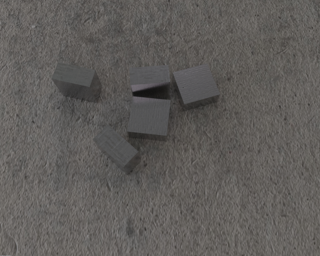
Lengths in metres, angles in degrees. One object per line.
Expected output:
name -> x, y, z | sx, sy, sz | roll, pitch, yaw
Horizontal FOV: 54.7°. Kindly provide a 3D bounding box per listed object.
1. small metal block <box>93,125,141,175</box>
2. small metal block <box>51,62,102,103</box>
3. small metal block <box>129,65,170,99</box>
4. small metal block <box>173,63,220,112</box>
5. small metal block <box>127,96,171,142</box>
small metal block -> -0.052, 0.029, 0.384 | 0.050, 0.050, 0.025 | 40, 75, 13
small metal block -> -0.109, -0.060, 0.416 | 0.050, 0.050, 0.025 | 12, 71, 4
small metal block -> -0.013, -0.059, 0.416 | 0.050, 0.050, 0.025 | -5, 70, -2
small metal block -> 0.049, -0.056, 0.429 | 0.050, 0.025, 0.050 | -16, 71, -6
small metal block -> -0.014, -0.012, 0.412 | 0.050, 0.025, 0.050 | 6, 70, 2
